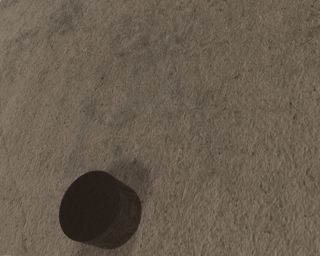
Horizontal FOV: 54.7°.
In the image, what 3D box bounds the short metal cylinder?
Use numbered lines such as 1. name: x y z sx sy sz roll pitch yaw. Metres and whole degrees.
1. short metal cylinder: -0.069 0.096 0.363 0.080 0.050 0.080 -13 56 20
